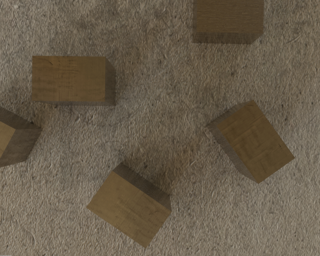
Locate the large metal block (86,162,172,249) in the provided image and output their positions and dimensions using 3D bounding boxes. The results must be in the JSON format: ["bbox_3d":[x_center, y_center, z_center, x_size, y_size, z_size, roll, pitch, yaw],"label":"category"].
[{"bbox_3d":[-0.034,0.090,0.382,0.080,0.080,0.050,35,90,0],"label":"large metal block"}]

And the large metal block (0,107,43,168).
[{"bbox_3d":[-0.206,0.005,0.381,0.080,0.080,0.050,28,90,0],"label":"large metal block"}]

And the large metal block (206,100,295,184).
[{"bbox_3d":[0.106,0.015,0.383,0.050,0.080,0.080,-36,90,0],"label":"large metal block"}]

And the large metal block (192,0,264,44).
[{"bbox_3d":[0.085,-0.155,0.398,0.081,0.050,0.079,1,90,0],"label":"large metal block"}]

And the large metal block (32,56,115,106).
[{"bbox_3d":[-0.101,-0.055,0.381,0.081,0.080,0.050,1,90,0],"label":"large metal block"}]
